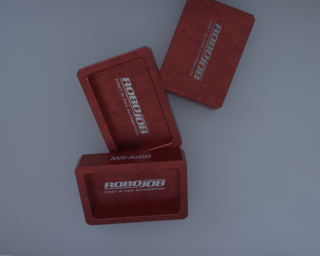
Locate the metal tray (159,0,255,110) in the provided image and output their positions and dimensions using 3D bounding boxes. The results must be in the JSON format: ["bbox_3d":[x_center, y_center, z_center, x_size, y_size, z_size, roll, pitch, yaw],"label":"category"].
[{"bbox_3d":[0.058,-0.099,0.409,0.090,0.030,0.129,21,90,0],"label":"metal tray"}]

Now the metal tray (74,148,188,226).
[{"bbox_3d":[-0.032,0.075,0.390,0.131,0.030,0.089,-4,116,0],"label":"metal tray"}]

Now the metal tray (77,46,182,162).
[{"bbox_3d":[-0.034,-0.026,0.385,0.090,0.030,0.129,-18,107,7],"label":"metal tray"}]
